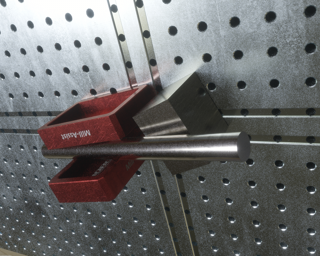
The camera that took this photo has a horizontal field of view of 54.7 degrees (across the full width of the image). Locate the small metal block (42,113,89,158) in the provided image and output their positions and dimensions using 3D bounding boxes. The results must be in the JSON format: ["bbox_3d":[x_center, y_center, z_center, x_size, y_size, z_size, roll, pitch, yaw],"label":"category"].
[{"bbox_3d":[-0.143,0.011,0.475,0.025,0.050,0.050,-8,114,31],"label":"small metal block"}]

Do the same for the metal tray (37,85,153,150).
[{"bbox_3d":[-0.081,-0.014,0.401,0.130,0.090,0.030,-9,115,31],"label":"metal tray"}]

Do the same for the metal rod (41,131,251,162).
[{"bbox_3d":[-0.045,0.024,0.351,0.300,0.025,0.025,-4,117,40],"label":"metal rod"}]

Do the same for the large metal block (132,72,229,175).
[{"bbox_3d":[0.027,-0.006,0.355,0.050,0.080,0.080,-25,105,36],"label":"large metal block"}]

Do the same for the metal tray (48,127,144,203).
[{"bbox_3d":[-0.068,0.042,0.403,0.090,0.131,0.030,-10,114,32],"label":"metal tray"}]
